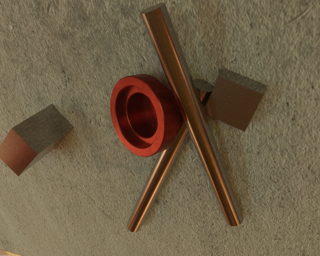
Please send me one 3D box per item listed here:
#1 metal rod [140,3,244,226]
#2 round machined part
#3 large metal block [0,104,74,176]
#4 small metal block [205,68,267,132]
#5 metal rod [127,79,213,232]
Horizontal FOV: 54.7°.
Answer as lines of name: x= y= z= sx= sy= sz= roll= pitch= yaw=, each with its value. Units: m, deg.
metal rod: x=0.048 y=0.008 z=0.358 sx=0.025 sy=0.025 sz=0.299 roll=-6 pitch=124 yaw=30
round machined part: x=-0.014 y=-0.017 z=0.377 sx=0.098 sy=0.042 sz=0.097 roll=19 pitch=118 yaw=42
large metal block: x=-0.195 y=0.019 z=0.483 sx=0.050 sy=0.080 sz=0.080 roll=48 pitch=129 yaw=-6
small metal block: x=0.083 y=-0.031 z=0.343 sx=0.050 sy=0.025 sz=0.050 roll=25 pitch=127 yaw=12
metal rod: x=0.002 y=0.060 z=0.441 sx=0.025 sy=0.025 sz=0.298 roll=30 pitch=128 yaw=8
